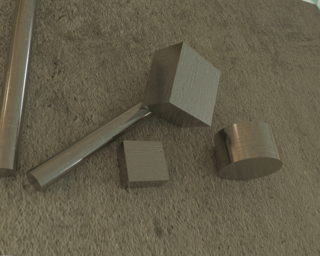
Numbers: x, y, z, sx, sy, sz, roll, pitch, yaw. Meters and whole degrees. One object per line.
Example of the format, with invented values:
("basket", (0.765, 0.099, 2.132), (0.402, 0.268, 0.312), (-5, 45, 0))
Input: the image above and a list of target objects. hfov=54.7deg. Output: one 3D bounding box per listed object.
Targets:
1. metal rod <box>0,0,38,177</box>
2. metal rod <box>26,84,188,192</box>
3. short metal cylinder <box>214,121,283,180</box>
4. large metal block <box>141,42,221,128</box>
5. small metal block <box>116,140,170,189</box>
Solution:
("metal rod", (-0.166, -0.088, 0.367), (0.025, 0.025, 0.299), (7, 58, -25))
("metal rod", (-0.030, -0.018, 0.399), (0.025, 0.025, 0.302), (49, 51, 5))
("short metal cylinder", (0.116, 0.033, 0.413), (0.081, 0.080, 0.050), (10, 58, -23))
("large metal block", (0.030, -0.052, 0.406), (0.080, 0.050, 0.080), (27, 70, -40))
("small metal block", (-0.021, 0.043, 0.368), (0.050, 0.025, 0.050), (3, 61, -27))
